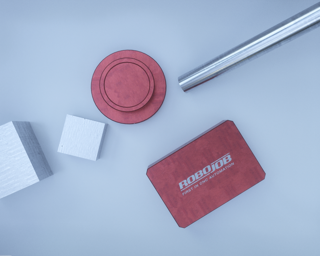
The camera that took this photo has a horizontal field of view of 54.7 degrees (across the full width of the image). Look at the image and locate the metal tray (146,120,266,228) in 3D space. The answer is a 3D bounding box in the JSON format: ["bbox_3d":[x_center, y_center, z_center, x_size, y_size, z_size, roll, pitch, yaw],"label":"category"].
[{"bbox_3d":[0.059,0.059,0.410,0.130,0.030,0.090,-32,90,-1],"label":"metal tray"}]

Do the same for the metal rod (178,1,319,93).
[{"bbox_3d":[0.155,-0.116,0.354,0.300,0.025,0.025,-25,91,23],"label":"metal rod"}]

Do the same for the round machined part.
[{"bbox_3d":[-0.041,-0.053,0.402,0.099,0.042,0.097,0,90,-1],"label":"round machined part"}]

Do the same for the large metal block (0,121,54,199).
[{"bbox_3d":[-0.198,0.044,0.396,0.080,0.050,0.080,-24,90,-1],"label":"large metal block"}]

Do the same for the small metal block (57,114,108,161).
[{"bbox_3d":[-0.101,0.012,0.410,0.050,0.025,0.050,14,90,-1],"label":"small metal block"}]
